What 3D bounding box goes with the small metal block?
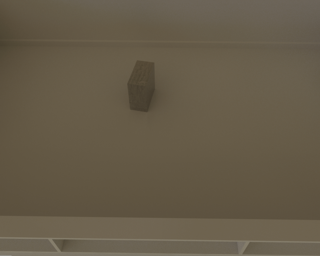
[{"bbox_3d":[-0.025,-0.059,0.439,0.025,0.050,0.050,9,51,8],"label":"small metal block"}]
